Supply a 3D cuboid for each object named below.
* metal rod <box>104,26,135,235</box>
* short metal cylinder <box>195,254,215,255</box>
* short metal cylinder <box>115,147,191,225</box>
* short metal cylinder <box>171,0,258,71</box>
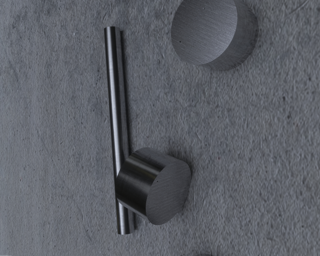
[{"bbox_3d":[-0.060,0.001,0.454,0.025,0.025,0.298,-8,85,40],"label":"metal rod"},{"bbox_3d":[0.045,0.192,0.351,0.080,0.050,0.080,0,90,40],"label":"short metal cylinder"},{"bbox_3d":[-0.007,0.069,0.375,0.050,0.081,0.079,20,103,38],"label":"short metal cylinder"},{"bbox_3d":[0.059,-0.106,0.340,0.080,0.050,0.080,0,90,40],"label":"short metal cylinder"}]
